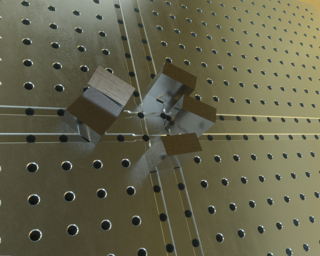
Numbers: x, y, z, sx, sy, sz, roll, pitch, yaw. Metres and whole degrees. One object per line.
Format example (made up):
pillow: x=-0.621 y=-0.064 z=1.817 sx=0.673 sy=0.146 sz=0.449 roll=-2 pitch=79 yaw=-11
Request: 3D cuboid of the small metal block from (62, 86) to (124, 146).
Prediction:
small metal block: x=-0.081 y=-0.016 z=0.375 sx=0.050 sy=0.025 sz=0.050 roll=37 pitch=51 yaw=-4

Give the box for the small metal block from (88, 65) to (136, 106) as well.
small metal block: x=-0.059 y=-0.052 z=0.390 sx=0.050 sy=0.050 sz=0.025 roll=32 pitch=92 yaw=-8

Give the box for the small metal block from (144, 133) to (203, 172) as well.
small metal block: x=0.016 y=0.030 z=0.384 sx=0.050 sy=0.050 sz=0.025 roll=-5 pitch=65 yaw=-31

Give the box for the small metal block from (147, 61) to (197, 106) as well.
small metal block: x=0.017 y=-0.060 z=0.440 sx=0.050 sy=0.050 sz=0.025 roll=24 pitch=53 yaw=-14

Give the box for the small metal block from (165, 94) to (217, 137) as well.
small metal block: x=0.042 y=-0.014 z=0.425 sx=0.050 sy=0.050 sz=0.025 roll=23 pitch=53 yaw=-15
